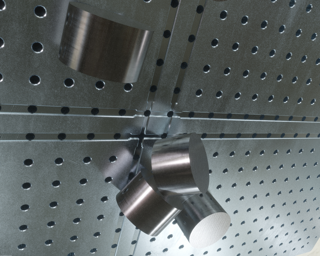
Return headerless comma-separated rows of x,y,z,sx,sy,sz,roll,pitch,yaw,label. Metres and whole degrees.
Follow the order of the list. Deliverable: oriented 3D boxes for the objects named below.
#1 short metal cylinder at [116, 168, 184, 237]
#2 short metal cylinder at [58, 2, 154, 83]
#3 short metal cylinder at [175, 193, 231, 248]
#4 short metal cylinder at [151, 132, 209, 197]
-0.014,0.102,0.431,0.050,0.080,0.080,-47,129,5,short metal cylinder
-0.051,-0.082,0.297,0.081,0.080,0.050,6,115,-31,short metal cylinder
0.074,0.159,0.533,0.081,0.050,0.079,-14,124,-21,short metal cylinder
0.029,0.050,0.413,0.050,0.080,0.080,-12,133,23,short metal cylinder
